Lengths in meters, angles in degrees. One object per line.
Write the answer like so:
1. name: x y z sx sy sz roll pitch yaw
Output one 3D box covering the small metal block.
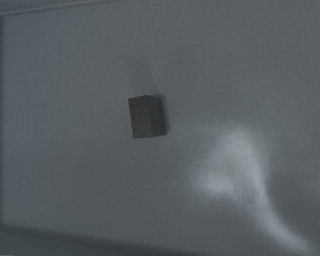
1. small metal block: -0.016 -0.013 0.399 0.025 0.050 0.050 -9 86 20
